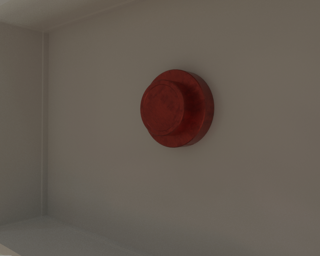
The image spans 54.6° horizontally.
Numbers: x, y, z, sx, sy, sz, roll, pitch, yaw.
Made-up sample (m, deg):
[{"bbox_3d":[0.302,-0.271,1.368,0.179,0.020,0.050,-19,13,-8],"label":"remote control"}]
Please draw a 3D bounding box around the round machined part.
[{"bbox_3d":[0.014,-0.024,0.385,0.098,0.042,0.097,0,90,40],"label":"round machined part"}]
